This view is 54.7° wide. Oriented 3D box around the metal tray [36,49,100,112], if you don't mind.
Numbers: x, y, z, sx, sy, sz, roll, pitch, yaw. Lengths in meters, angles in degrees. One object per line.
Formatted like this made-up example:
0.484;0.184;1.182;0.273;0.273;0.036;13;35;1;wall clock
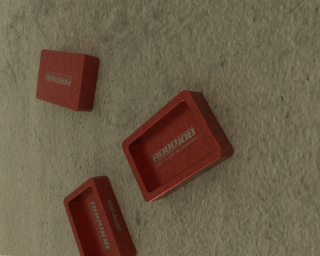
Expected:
-0.162;-0.084;0.532;0.130;0.030;0.089;16;100;38;metal tray

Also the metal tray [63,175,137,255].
-0.097;0.151;0.478;0.090;0.030;0.130;-38;67;33;metal tray

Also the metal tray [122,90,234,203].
0.016;0.025;0.386;0.130;0.030;0.090;-39;67;32;metal tray
